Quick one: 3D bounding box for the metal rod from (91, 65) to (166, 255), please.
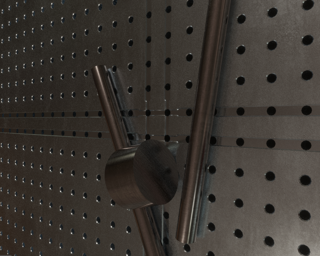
[{"bbox_3d":[-0.049,0.044,0.447,0.025,0.025,0.299,-30,72,36],"label":"metal rod"}]

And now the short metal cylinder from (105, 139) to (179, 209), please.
[{"bbox_3d":[-0.022,0.059,0.390,0.050,0.081,0.080,-20,78,38],"label":"short metal cylinder"}]

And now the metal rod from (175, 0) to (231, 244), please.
[{"bbox_3d":[0.051,-0.011,0.366,0.025,0.025,0.298,12,98,39],"label":"metal rod"}]
